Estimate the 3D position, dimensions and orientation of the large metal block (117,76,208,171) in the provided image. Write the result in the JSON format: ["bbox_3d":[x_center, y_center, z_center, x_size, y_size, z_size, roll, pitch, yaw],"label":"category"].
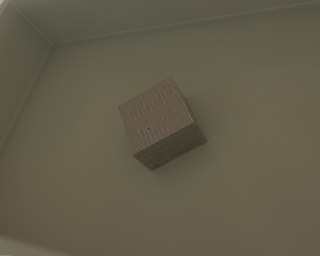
[{"bbox_3d":[0.002,-0.005,0.391,0.080,0.050,0.080,-29,52,9],"label":"large metal block"}]
